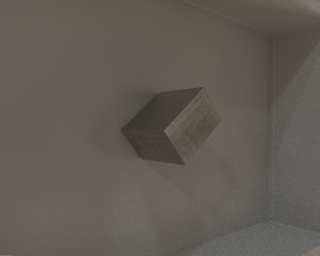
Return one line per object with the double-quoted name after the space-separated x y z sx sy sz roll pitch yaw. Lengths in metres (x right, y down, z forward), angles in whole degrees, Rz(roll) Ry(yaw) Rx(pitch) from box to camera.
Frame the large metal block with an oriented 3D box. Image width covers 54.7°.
0.014 -0.004 0.381 0.080 0.080 0.050 -47 119 -30 "large metal block"
